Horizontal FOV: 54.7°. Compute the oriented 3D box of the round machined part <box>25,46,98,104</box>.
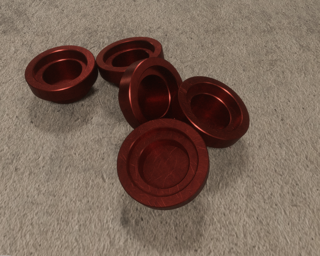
[{"bbox_3d":[-0.138,-0.073,0.449,0.099,0.042,0.098,-2,51,3],"label":"round machined part"}]

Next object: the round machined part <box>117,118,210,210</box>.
[{"bbox_3d":[0.006,0.042,0.344,0.098,0.042,0.098,-4,67,9],"label":"round machined part"}]

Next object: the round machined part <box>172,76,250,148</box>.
[{"bbox_3d":[0.060,-0.016,0.393,0.099,0.042,0.098,13,51,-17],"label":"round machined part"}]

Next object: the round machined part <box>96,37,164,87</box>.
[{"bbox_3d":[-0.042,-0.094,0.462,0.099,0.042,0.098,-7,42,6],"label":"round machined part"}]

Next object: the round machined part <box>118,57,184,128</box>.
[{"bbox_3d":[-0.014,-0.039,0.401,0.042,0.098,0.098,-2,39,45],"label":"round machined part"}]
